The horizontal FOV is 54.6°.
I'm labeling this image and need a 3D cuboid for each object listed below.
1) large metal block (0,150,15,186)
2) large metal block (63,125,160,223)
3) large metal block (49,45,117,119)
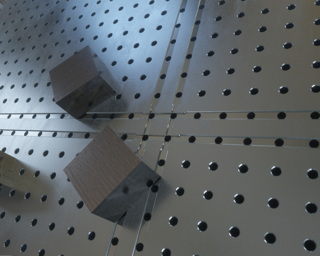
[{"bbox_3d":[-0.301,0.060,0.496,0.080,0.080,0.050,-12,57,22],"label":"large metal block"},{"bbox_3d":[-0.062,0.057,0.391,0.080,0.050,0.080,-46,51,-4],"label":"large metal block"},{"bbox_3d":[-0.127,-0.075,0.507,0.080,0.050,0.080,-32,52,8],"label":"large metal block"}]
